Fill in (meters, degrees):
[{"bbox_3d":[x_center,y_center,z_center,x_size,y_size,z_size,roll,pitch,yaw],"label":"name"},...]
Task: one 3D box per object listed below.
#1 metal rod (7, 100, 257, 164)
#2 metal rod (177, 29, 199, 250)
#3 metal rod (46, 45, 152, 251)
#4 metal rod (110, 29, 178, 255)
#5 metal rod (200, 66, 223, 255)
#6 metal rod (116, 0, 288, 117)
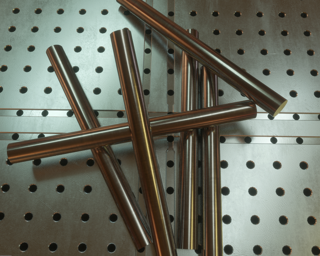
[{"bbox_3d":[-0.030,0.003,0.382,0.302,0.025,0.025,-11,70,-4],"label":"metal rod"},{"bbox_3d":[0.039,0.000,0.411,0.025,0.025,0.299,2,70,1],"label":"metal rod"},{"bbox_3d":[-0.085,0.012,0.406,0.025,0.025,0.299,-26,72,-9],"label":"metal rod"},{"bbox_3d":[-0.015,0.036,0.355,0.025,0.025,0.299,-12,87,-4],"label":"metal rod"},{"bbox_3d":[0.064,0.055,0.391,0.025,0.025,0.299,2,70,1],"label":"metal rod"},{"bbox_3d":[0.041,-0.115,0.426,0.025,0.025,0.300,-41,65,-13],"label":"metal rod"}]
